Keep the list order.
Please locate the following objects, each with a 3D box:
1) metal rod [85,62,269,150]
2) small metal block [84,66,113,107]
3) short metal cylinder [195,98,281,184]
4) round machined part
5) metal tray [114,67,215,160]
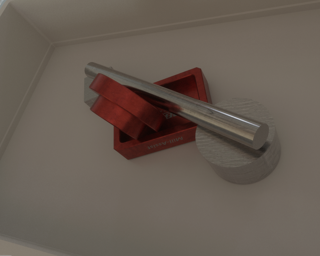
[{"bbox_3d":[-0.008,-0.041,0.379,0.300,0.025,0.025,27,76,43],"label":"metal rod"},{"bbox_3d":[-0.091,-0.062,0.488,0.050,0.025,0.050,-20,54,16],"label":"small metal block"},{"bbox_3d":[0.085,0.014,0.334,0.080,0.050,0.080,-13,56,20],"label":"short metal cylinder"},{"bbox_3d":[-0.045,-0.021,0.375,0.098,0.098,0.042,31,87,37],"label":"round machined part"},{"bbox_3d":[0.003,-0.019,0.408,0.130,0.030,0.090,-17,55,17],"label":"metal tray"}]
